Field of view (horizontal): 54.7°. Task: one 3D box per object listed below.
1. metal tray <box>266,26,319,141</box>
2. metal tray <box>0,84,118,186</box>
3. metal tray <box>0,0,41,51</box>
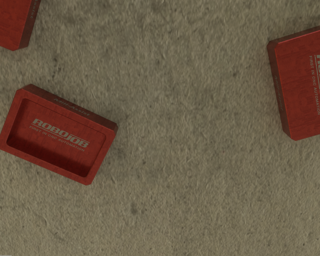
[{"bbox_3d":[0.194,-0.057,0.389,0.090,0.030,0.129,-17,110,5],"label":"metal tray"},{"bbox_3d":[-0.133,0.010,0.409,0.131,0.030,0.089,26,108,-10],"label":"metal tray"},{"bbox_3d":[-0.181,-0.164,0.344,0.090,0.030,0.129,22,108,-9],"label":"metal tray"}]
